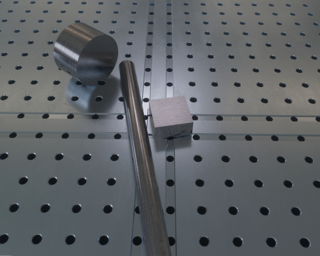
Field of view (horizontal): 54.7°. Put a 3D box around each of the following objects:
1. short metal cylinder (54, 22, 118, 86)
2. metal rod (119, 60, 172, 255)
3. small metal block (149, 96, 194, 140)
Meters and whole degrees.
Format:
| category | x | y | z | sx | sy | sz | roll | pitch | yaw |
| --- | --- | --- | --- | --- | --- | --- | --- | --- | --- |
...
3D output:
| category | x | y | z | sx | sy | sz | roll | pitch | yaw |
| --- | --- | --- | --- | --- | --- | --- | --- | --- | --- |
| short metal cylinder | -0.109 | -0.110 | 0.463 | 0.050 | 0.080 | 0.080 | 32 | 57 | 24 |
| metal rod | -0.026 | 0.016 | 0.393 | 0.025 | 0.025 | 0.300 | -8 | 50 | -7 |
| small metal block | 0.014 | -0.015 | 0.420 | 0.050 | 0.025 | 0.050 | -8 | 51 | -7 |
